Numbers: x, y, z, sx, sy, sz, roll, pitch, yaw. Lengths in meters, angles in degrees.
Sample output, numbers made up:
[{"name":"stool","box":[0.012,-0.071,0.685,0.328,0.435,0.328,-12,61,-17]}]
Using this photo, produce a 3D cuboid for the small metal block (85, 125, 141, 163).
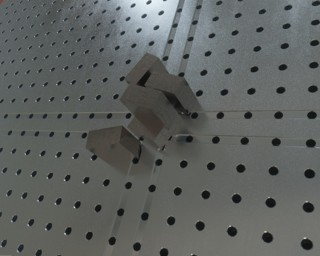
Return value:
[{"name":"small metal block","box":[-0.060,0.023,0.408,0.050,0.050,0.025,-9,58,23]}]

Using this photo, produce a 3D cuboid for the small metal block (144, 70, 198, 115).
[{"name":"small metal block","box":[0.015,-0.047,0.412,0.050,0.050,0.025,21,73,35]}]

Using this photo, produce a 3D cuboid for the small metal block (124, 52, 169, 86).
[{"name":"small metal block","box":[-0.015,-0.070,0.442,0.025,0.050,0.050,32,79,38]}]

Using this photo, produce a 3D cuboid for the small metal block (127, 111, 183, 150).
[{"name":"small metal block","box":[-0.007,-0.007,0.415,0.050,0.025,0.050,26,76,36]}]

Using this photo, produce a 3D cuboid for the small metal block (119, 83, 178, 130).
[{"name":"small metal block","box":[-0.013,-0.026,0.382,0.050,0.050,0.025,18,71,34]}]
